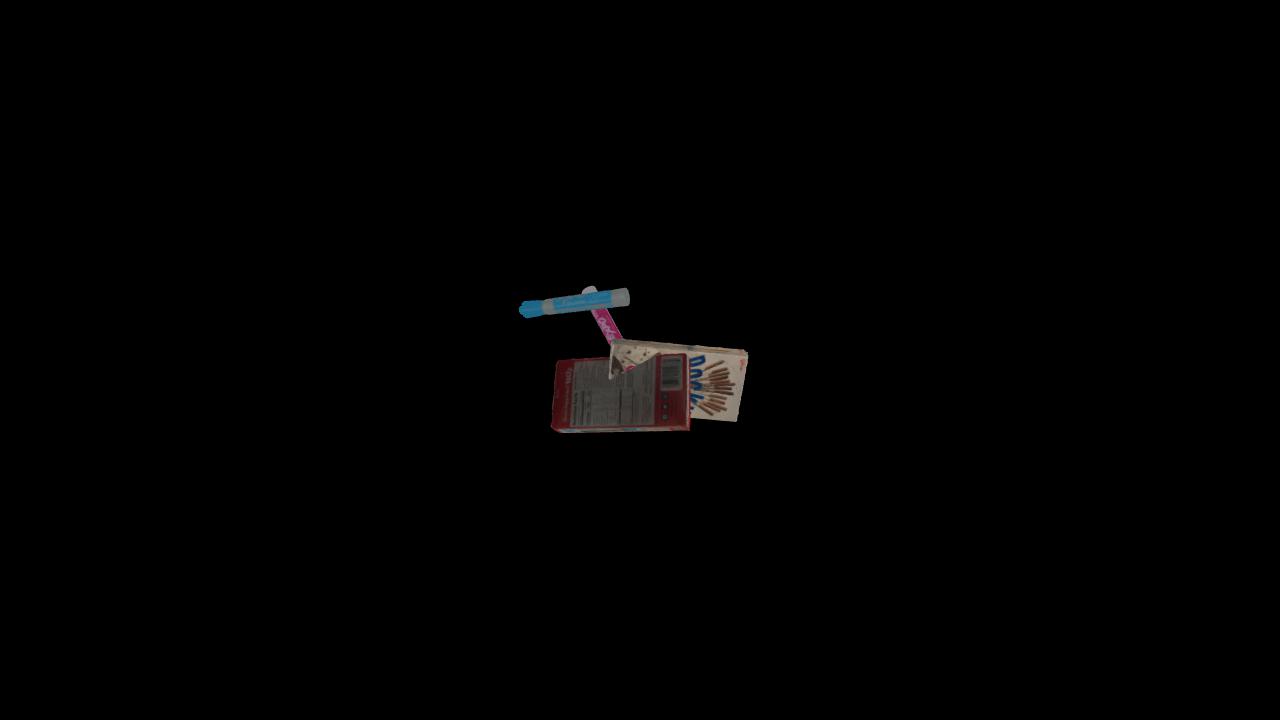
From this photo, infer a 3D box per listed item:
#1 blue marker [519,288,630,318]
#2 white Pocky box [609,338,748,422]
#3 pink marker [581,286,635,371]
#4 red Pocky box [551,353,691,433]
[{"bbox_3d":[-0.071,-0.059,0.647,0.121,0.020,0.020,-6,-2,15],"label":"blue marker"},{"bbox_3d":[0.040,0.023,0.696,0.154,0.084,0.028,5,19,-6],"label":"white Pocky box"},{"bbox_3d":[-0.033,-0.033,0.700,0.020,0.121,0.020,-25,-22,-11],"label":"pink marker"},{"bbox_3d":[-0.021,0.038,0.683,0.155,0.083,0.028,-3,-17,16],"label":"red Pocky box"}]
